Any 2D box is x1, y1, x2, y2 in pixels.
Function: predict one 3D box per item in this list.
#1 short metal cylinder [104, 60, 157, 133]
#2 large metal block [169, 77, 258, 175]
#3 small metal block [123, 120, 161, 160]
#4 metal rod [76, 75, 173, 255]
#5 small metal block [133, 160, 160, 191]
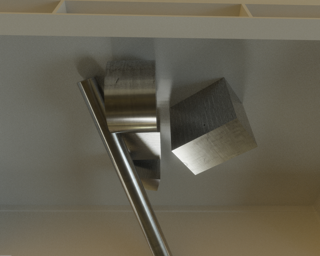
[{"bbox_3d":[-0.029,-0.035,0.343,0.050,0.080,0.079,-1,130,0],"label":"short metal cylinder"},{"bbox_3d":[0.060,-0.003,0.372,0.080,0.080,0.050,-29,125,22],"label":"large metal block"},{"bbox_3d":[-0.025,0.017,0.423,0.050,0.025,0.050,-1,130,0],"label":"small metal block"},{"bbox_3d":[-0.034,0.077,0.401,0.025,0.025,0.298,-17,106,13],"label":"metal rod"},{"bbox_3d":[-0.027,0.060,0.443,0.050,0.050,0.025,8,130,-7],"label":"small metal block"}]
